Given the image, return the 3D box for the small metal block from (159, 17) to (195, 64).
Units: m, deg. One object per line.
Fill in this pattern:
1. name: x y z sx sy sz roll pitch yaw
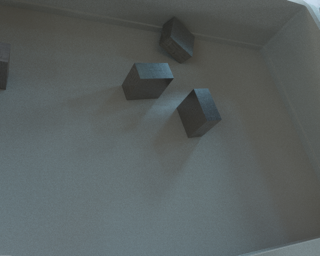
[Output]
1. small metal block: 0.028 -0.141 0.499 0.050 0.025 0.050 35 49 -31

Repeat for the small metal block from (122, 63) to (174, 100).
1. small metal block: -0.017 -0.063 0.420 0.050 0.050 0.025 -7 66 -32

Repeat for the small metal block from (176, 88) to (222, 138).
1. small metal block: 0.053 -0.020 0.433 0.025 0.050 0.050 -6 65 -31

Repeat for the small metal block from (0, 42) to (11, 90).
1. small metal block: -0.190 -0.069 0.330 0.050 0.050 0.025 7 59 -25
